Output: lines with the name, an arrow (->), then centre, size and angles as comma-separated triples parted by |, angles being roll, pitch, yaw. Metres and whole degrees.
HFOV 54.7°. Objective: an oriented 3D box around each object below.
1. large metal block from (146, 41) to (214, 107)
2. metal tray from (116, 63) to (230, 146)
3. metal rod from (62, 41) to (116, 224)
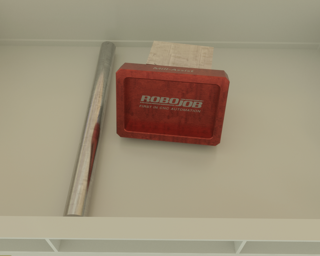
large metal block -> 0.027, -0.068, 0.427 | 0.080, 0.080, 0.050 | 8, 51, 6
metal tray -> 0.013, -0.029, 0.384 | 0.131, 0.089, 0.030 | 5, 27, 4
metal rod -> -0.088, -0.019, 0.420 | 0.025, 0.025, 0.300 | 1, 50, 0
